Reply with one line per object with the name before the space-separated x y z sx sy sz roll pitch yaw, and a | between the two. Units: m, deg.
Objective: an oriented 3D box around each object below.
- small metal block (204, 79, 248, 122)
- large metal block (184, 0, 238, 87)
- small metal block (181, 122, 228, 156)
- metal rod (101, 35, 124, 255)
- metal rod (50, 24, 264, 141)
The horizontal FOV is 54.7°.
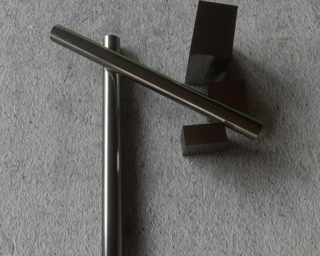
small metal block | 0.088 -0.036 0.416 0.050 0.025 0.050 -5 87 -2
large metal block | 0.067 -0.110 0.420 0.050 0.080 0.080 10 70 3
small metal block | 0.053 0.015 0.390 0.050 0.050 0.025 -5 71 -2
metal rod | -0.062 0.011 0.403 0.025 0.025 0.299 -3 70 -2
metal rod | -0.011 -0.063 0.402 0.301 0.025 0.025 27 72 9
